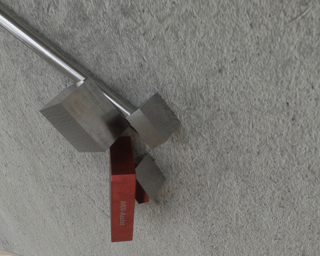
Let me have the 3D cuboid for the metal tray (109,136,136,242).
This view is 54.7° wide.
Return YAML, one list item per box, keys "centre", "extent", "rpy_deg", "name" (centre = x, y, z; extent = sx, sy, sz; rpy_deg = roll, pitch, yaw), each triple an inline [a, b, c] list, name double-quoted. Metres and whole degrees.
- centre: [-0.056, 0.088, 0.446]
  extent: [0.030, 0.090, 0.129]
  rpy_deg: [-1, 124, -11]
  name: "metal tray"

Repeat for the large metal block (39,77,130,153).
- centre: [-0.101, -0.013, 0.410]
  extent: [0.080, 0.050, 0.080]
  rpy_deg: [-7, 127, 52]
  name: "large metal block"

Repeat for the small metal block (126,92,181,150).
- centre: [-0.007, -0.010, 0.387]
  extent: [0.025, 0.050, 0.050]
  rpy_deg: [-32, 101, 38]
  name: "small metal block"

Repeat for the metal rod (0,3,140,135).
- centre: [-0.129, -0.086, 0.419]
  extent: [0.300, 0.025, 0.025]
  rpy_deg: [38, 129, 2]
  name: "metal rod"

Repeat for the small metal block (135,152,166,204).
- centre: [-0.023, 0.072, 0.446]
  extent: [0.025, 0.050, 0.050]
  rpy_deg: [-22, 107, 36]
  name: "small metal block"
